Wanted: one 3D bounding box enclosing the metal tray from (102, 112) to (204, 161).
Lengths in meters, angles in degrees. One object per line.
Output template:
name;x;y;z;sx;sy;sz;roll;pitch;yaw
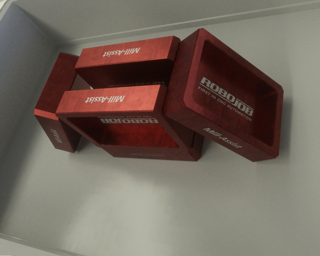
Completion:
metal tray;-0.006;-0.006;0.408;0.130;0.030;0.090;0;62;27

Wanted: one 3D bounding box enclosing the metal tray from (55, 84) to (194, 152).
metal tray;-0.038;-0.008;0.348;0.130;0.090;0.030;0;62;28

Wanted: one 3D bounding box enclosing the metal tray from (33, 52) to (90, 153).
metal tray;-0.125;-0.029;0.422;0.030;0.129;0.090;15;66;-1

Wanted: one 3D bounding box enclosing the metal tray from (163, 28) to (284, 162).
metal tray;0.072;-0.030;0.318;0.030;0.131;0.090;-22;47;53

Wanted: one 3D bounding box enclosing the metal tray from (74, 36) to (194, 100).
metal tray;-0.024;-0.061;0.373;0.130;0.090;0.030;0;62;28
